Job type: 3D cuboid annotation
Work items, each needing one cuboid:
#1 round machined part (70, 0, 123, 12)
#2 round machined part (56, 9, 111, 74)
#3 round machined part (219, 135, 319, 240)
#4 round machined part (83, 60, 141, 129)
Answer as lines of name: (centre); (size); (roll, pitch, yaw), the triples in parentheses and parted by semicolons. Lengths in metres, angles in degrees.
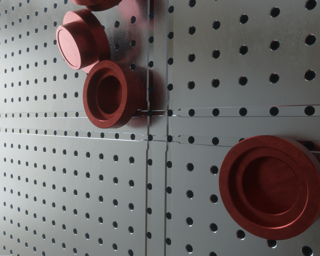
round machined part: (-0.087, -0.208, 0.450); (0.098, 0.042, 0.098); (-8, 54, 11)
round machined part: (-0.122, -0.127, 0.473); (0.098, 0.042, 0.097); (34, 141, 34)
round machined part: (0.112, 0.056, 0.307); (0.098, 0.042, 0.097); (0, 90, 40)
round machined part: (-0.066, -0.048, 0.454); (0.098, 0.042, 0.097); (0, 90, 40)
